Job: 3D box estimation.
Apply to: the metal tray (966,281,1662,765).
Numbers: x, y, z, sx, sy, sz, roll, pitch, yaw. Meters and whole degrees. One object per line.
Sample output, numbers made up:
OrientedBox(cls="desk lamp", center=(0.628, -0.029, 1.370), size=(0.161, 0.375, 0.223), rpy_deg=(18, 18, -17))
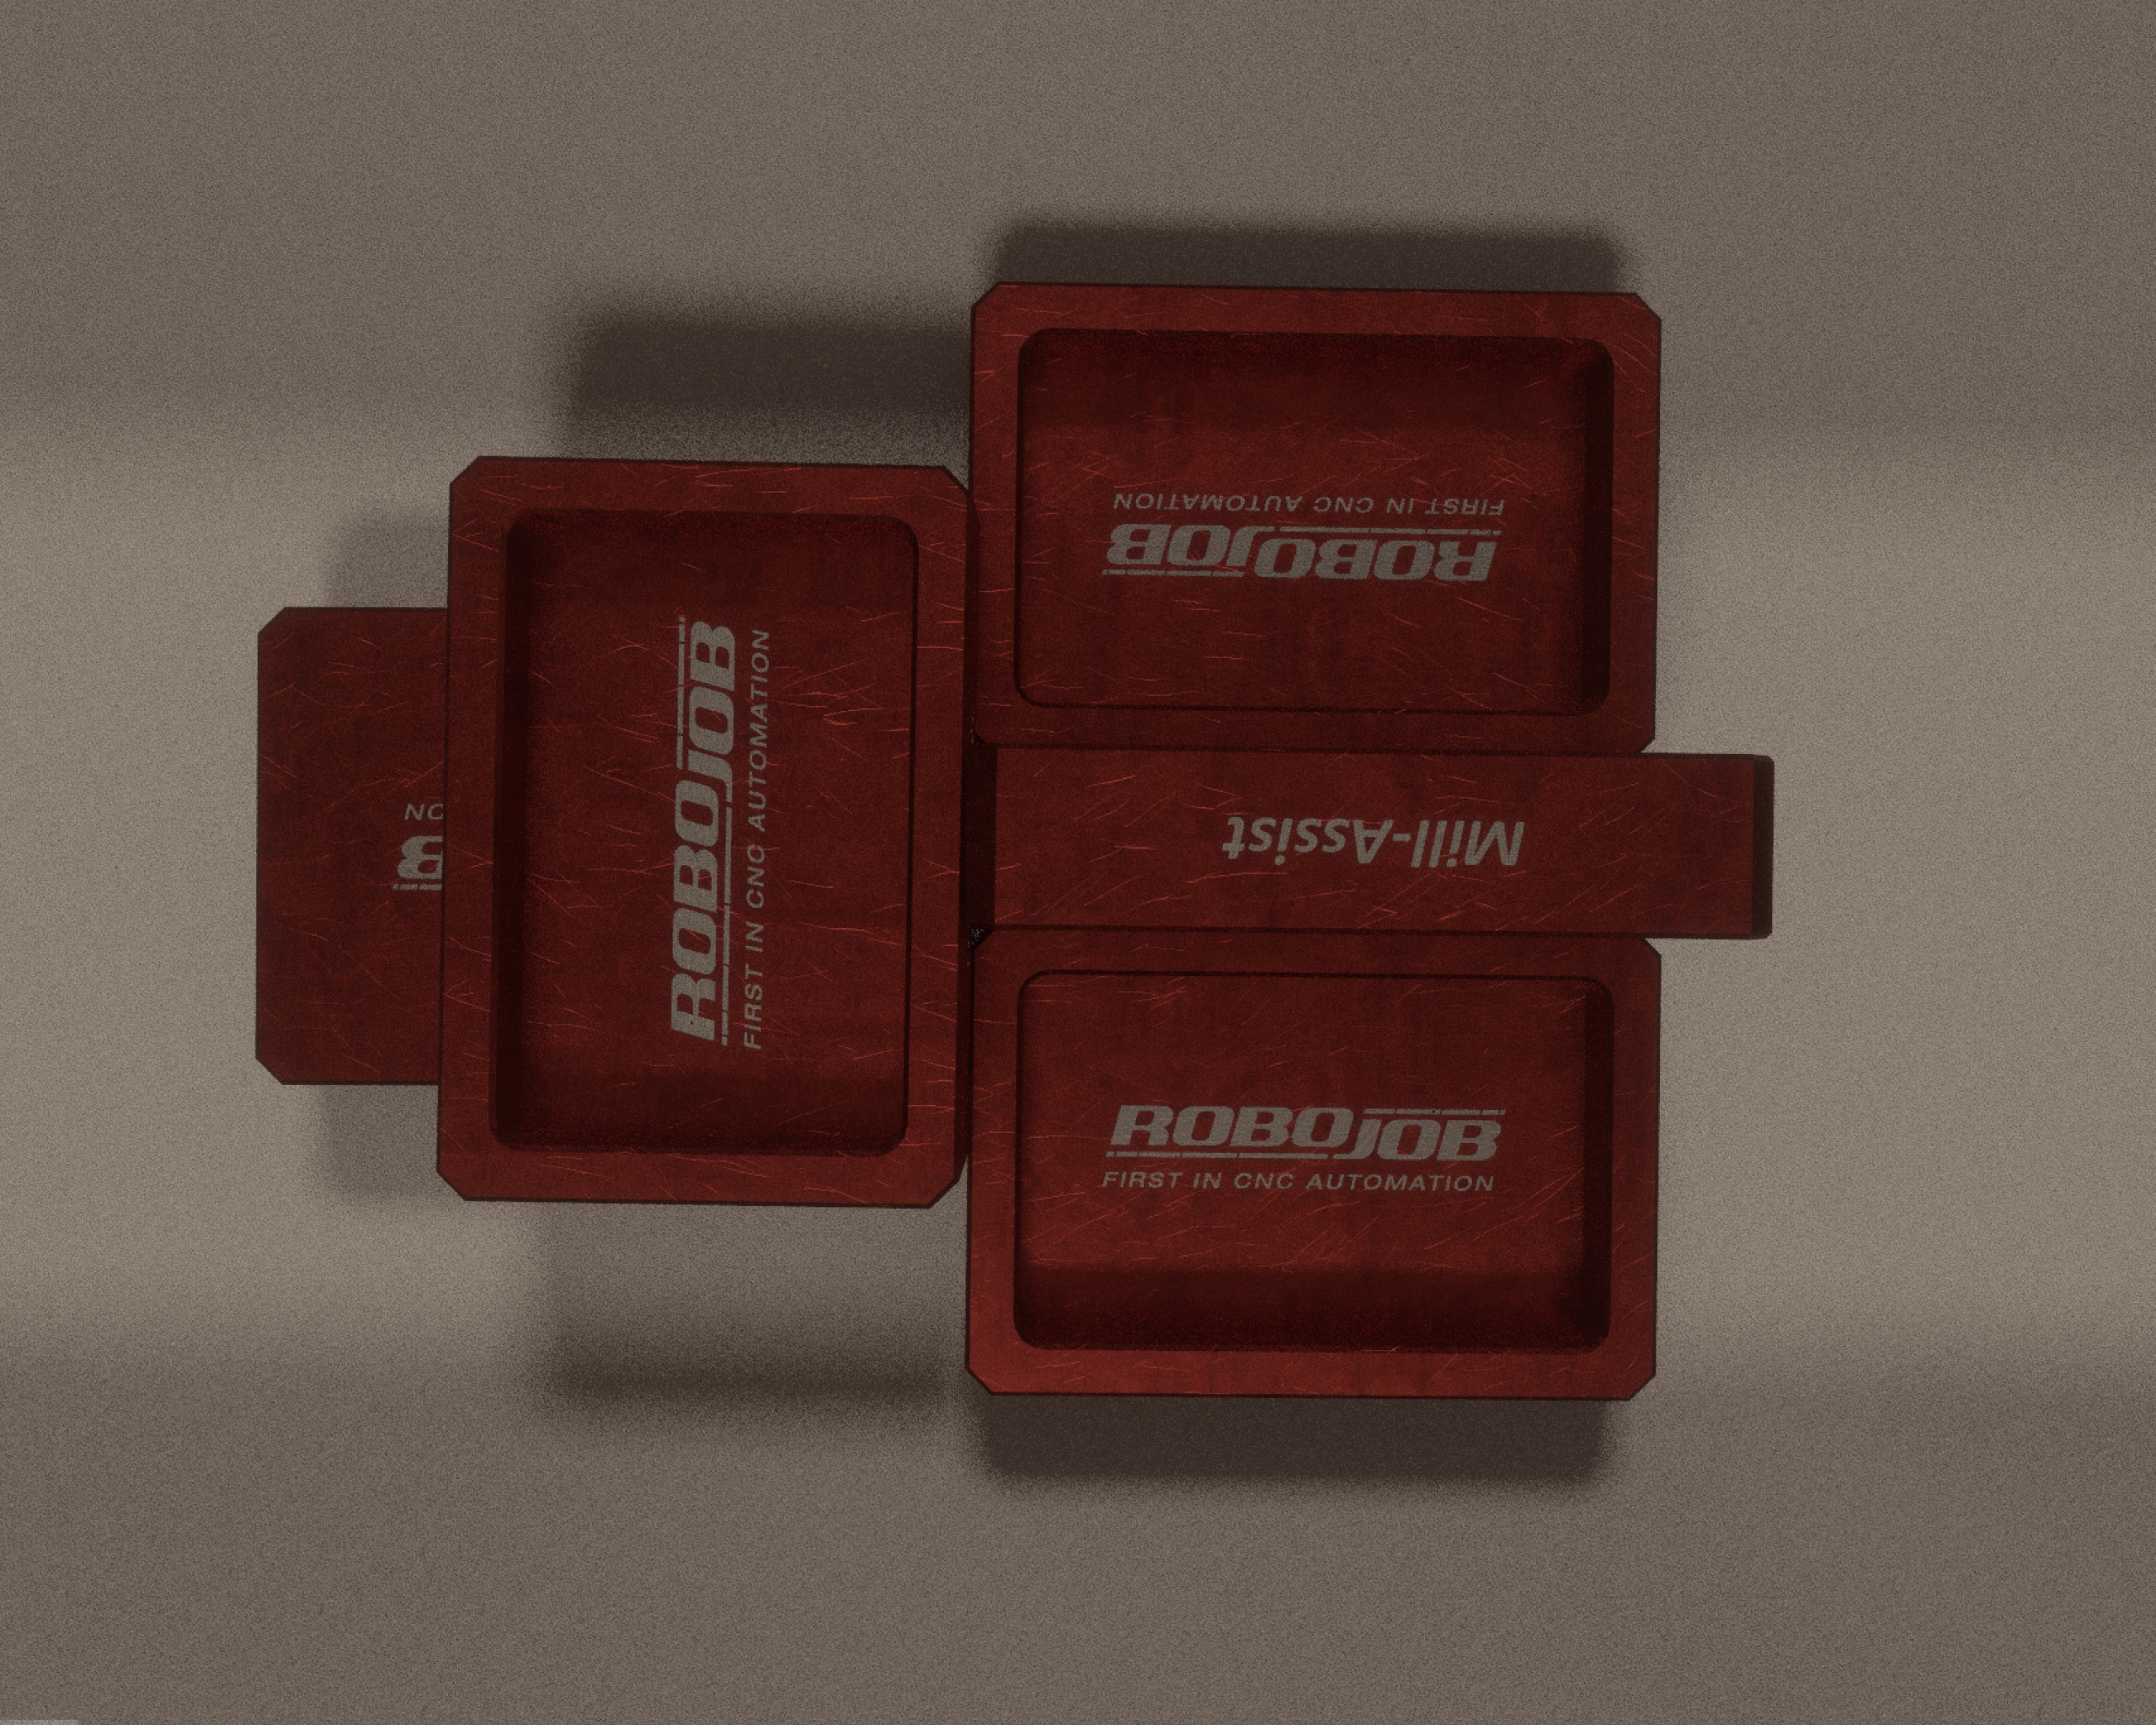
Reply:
OrientedBox(cls="metal tray", center=(0.045, -0.064, 0.408), size=(0.131, 0.030, 0.089), rpy_deg=(1, 90, -1))

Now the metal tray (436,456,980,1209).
OrientedBox(cls="metal tray", center=(-0.065, -0.005, 0.376), size=(0.091, 0.030, 0.129), rpy_deg=(1, 90, -1))

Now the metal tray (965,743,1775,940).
OrientedBox(cls="metal tray", center=(0.047, -0.004, 0.377), size=(0.131, 0.090, 0.030), rpy_deg=(1, 90, -1))

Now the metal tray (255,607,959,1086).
OrientedBox(cls="metal tray", center=(-0.088, -0.003, 0.405), size=(0.131, 0.030, 0.089), rpy_deg=(0, 90, -1))

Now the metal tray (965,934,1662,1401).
OrientedBox(cls="metal tray", center=(0.045, 0.056, 0.408), size=(0.131, 0.030, 0.089), rpy_deg=(1, 90, -1))
